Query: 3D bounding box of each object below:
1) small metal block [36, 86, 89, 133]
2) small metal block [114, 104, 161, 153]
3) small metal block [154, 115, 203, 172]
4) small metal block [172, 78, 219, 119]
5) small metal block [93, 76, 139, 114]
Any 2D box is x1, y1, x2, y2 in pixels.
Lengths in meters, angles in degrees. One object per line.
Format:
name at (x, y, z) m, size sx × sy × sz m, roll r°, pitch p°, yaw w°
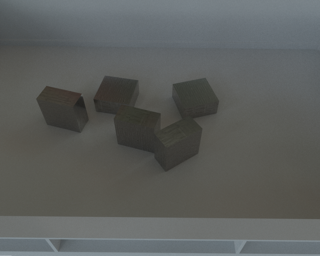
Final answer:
small metal block at (-0.126, -0.024, 0.407) m, size 0.050 × 0.050 × 0.025 m, roll 13°, pitch 51°, yaw 10°
small metal block at (-0.027, 0.002, 0.387) m, size 0.050 × 0.050 × 0.025 m, roll 13°, pitch 51°, yaw 10°
small metal block at (0.021, 0.019, 0.373) m, size 0.050 × 0.050 × 0.025 m, roll -27°, pitch 55°, yaw -21°
small metal block at (0.049, -0.042, 0.441) m, size 0.050 × 0.025 × 0.050 m, roll -12°, pitch 51°, yaw -11°
small metal block at (-0.061, -0.046, 0.443) m, size 0.050 × 0.025 × 0.050 m, roll 9°, pitch 51°, yaw 7°
